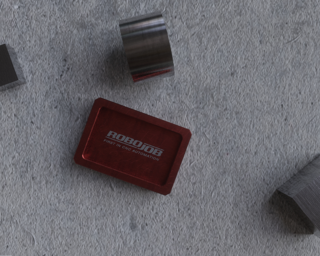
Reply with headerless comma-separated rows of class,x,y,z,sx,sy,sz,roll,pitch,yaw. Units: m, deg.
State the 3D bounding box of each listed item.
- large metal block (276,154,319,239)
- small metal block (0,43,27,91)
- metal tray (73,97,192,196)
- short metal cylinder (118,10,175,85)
large metal block,0.216,0.090,0.400,0.080,0.050,0.080,-39,90,0
small metal block,-0.213,-0.076,0.408,0.050,0.025,0.050,-20,90,0
metal tray,-0.035,0.023,0.407,0.131,0.030,0.090,20,90,0
short metal cylinder,-0.016,-0.098,0.382,0.050,0.080,0.080,-14,90,0
